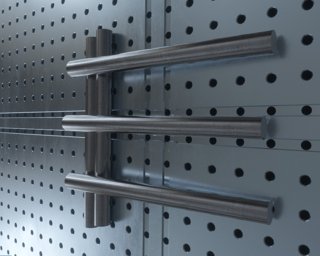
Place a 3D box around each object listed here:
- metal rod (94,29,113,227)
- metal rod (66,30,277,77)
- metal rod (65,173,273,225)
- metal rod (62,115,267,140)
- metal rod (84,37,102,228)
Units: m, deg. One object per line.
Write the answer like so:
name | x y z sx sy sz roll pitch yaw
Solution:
metal rod | -0.088 0.000 0.478 0.025 0.025 0.298 1 91 39
metal rod | -0.010 -0.089 0.396 0.300 0.025 0.025 1 91 33
metal rod | -0.013 0.084 0.399 0.300 0.025 0.025 1 91 33
metal rod | -0.018 -0.004 0.402 0.300 0.025 0.025 2 91 33
metal rod | -0.107 0.007 0.494 0.025 0.025 0.298 1 91 39
